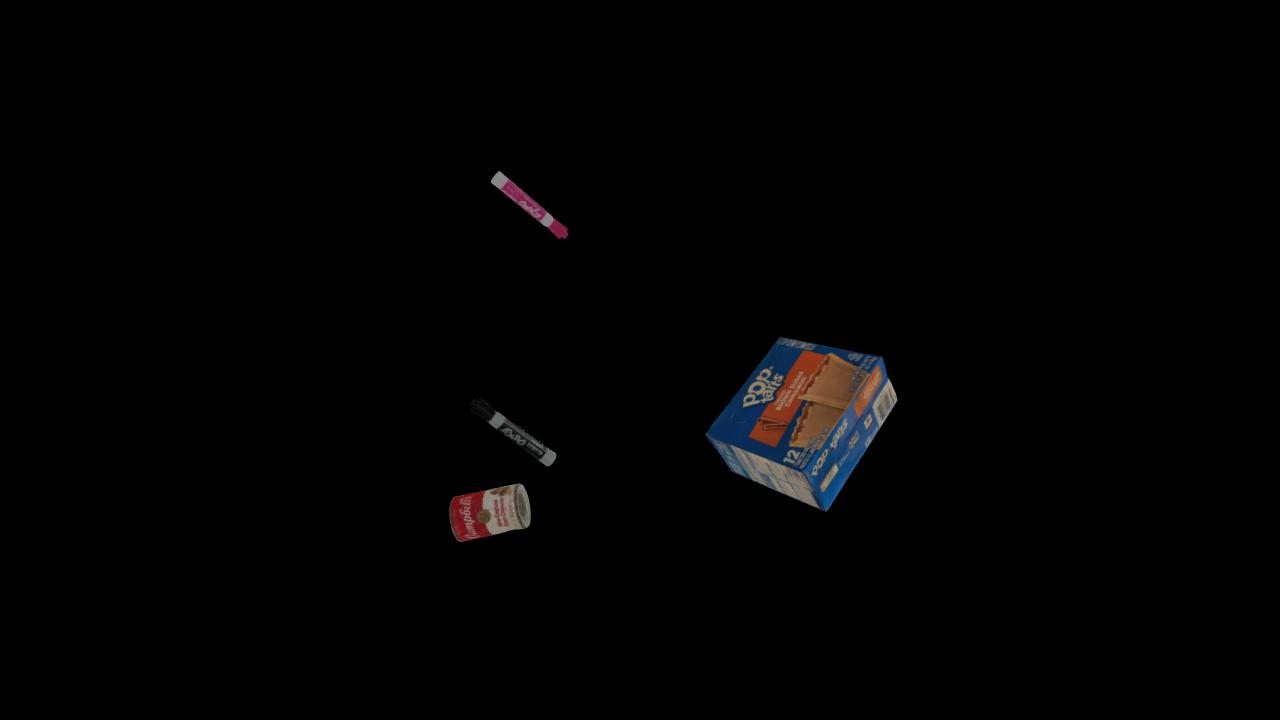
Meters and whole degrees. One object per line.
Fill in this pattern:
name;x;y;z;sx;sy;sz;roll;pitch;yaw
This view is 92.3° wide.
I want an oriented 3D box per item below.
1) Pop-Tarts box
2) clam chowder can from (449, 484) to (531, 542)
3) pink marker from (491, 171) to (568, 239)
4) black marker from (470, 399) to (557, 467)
Pop-Tarts box;0.188;0.066;0.715;0.141;0.167;0.083;17;-32;48
clam chowder can;-0.220;0.225;0.909;0.102;0.068;0.068;-12;0;2
pink marker;-0.143;-0.202;0.814;0.121;0.020;0.020;38;-19;-26
black marker;-0.149;0.085;0.722;0.121;0.020;0.020;41;-18;-22
